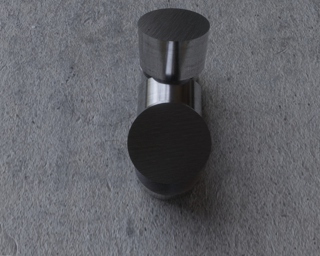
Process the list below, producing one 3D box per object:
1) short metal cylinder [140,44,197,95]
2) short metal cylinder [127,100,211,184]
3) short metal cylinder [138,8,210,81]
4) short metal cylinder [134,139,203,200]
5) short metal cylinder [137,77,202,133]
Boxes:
[{"bbox_3d":[0.013,-0.081,0.426,0.081,0.050,0.080,0,70,0],"label":"short metal cylinder"},{"bbox_3d":[0.009,0.012,0.321,0.080,0.050,0.079,0,98,1],"label":"short metal cylinder"},{"bbox_3d":[0.015,-0.099,0.364,0.081,0.050,0.080,1,45,-1],"label":"short metal cylinder"},{"bbox_3d":[0.010,0.046,0.380,0.081,0.050,0.080,0,70,0],"label":"short metal cylinder"},{"bbox_3d":[0.012,-0.025,0.390,0.080,0.080,0.050,1,70,0],"label":"short metal cylinder"}]
